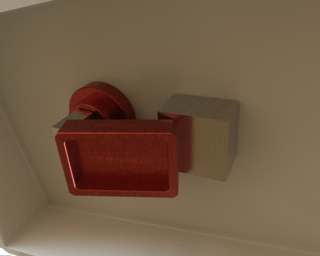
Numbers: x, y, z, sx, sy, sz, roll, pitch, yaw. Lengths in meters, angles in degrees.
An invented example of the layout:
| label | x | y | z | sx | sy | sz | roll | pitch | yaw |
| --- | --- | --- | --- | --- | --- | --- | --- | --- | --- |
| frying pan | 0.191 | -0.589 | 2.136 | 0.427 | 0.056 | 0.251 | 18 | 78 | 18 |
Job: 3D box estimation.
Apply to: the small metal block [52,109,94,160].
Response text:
| label | x | y | z | sx | sy | sz | roll | pitch | yaw |
| --- | --- | --- | --- | --- | --- | --- | --- | --- | --- |
| small metal block | -0.107 | 0.010 | 0.397 | 0.025 | 0.050 | 0.050 | 12 | 123 | 21 |

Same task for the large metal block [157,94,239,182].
| label | x | y | z | sx | sy | sz | roll | pitch | yaw |
| --- | --- | --- | --- | --- | --- | --- | --- | --- | --- |
| large metal block | 0.047 | 0.010 | 0.369 | 0.080 | 0.050 | 0.079 | 9 | 123 | 23 |

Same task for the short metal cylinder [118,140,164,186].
| label | x | y | z | sx | sy | sz | roll | pitch | yaw |
| --- | --- | --- | --- | --- | --- | --- | --- | --- | --- |
| short metal cylinder | -0.027 | 0.048 | 0.418 | 0.080 | 0.050 | 0.079 | 6 | 132 | 7 |

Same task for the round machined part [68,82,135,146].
| label | x | y | z | sx | sy | sz | roll | pitch | yaw |
| --- | --- | --- | --- | --- | --- | --- | --- | --- | --- |
| round machined part | -0.087 | -0.012 | 0.432 | 0.098 | 0.042 | 0.097 | 13 | 124 | 20 |

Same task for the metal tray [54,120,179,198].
| label | x | y | z | sx | sy | sz | roll | pitch | yaw |
| --- | --- | --- | --- | --- | --- | --- | --- | --- | --- |
| metal tray | -0.045 | 0.036 | 0.357 | 0.131 | 0.030 | 0.089 | 0 | 121 | 6 |
